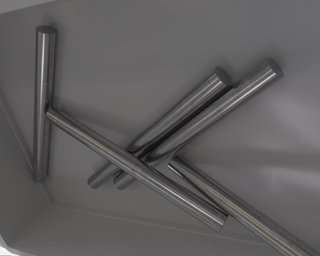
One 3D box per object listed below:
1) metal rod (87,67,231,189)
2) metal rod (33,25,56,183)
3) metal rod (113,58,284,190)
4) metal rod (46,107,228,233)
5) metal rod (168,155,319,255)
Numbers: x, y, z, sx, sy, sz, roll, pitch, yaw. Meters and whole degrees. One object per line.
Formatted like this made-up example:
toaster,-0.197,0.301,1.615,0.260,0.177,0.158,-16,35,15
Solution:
metal rod,-0.021,0.017,0.430,0.025,0.025,0.299,47,129,-5
metal rod,-0.189,-0.017,0.497,0.025,0.025,0.298,28,128,11
metal rod,0.026,0.014,0.403,0.025,0.025,0.299,47,129,-5
metal rod,-0.045,0.047,0.425,0.300,0.025,0.025,29,129,22
metal rod,0.120,0.113,0.339,0.300,0.025,0.025,33,133,38
